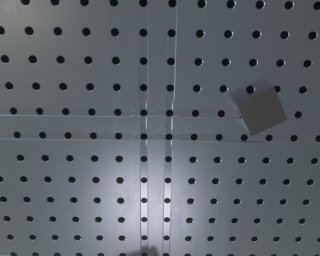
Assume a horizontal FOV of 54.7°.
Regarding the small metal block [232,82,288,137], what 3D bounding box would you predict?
[{"bbox_3d":[0.130,-0.025,0.405,0.050,0.025,0.050,-26,108,9],"label":"small metal block"}]
